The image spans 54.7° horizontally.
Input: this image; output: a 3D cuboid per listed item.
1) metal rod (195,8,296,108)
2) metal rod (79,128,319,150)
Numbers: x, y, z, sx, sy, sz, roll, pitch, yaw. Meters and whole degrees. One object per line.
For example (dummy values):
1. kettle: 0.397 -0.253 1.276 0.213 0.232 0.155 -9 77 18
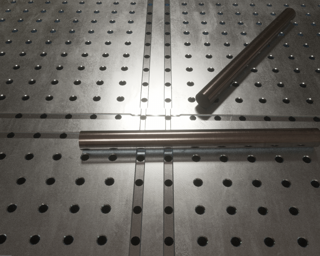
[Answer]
1. metal rod: 0.154 -0.129 0.517 0.025 0.025 0.301 32 56 23
2. metal rod: 0.051 0.014 0.396 0.302 0.025 0.025 -1 50 -1
